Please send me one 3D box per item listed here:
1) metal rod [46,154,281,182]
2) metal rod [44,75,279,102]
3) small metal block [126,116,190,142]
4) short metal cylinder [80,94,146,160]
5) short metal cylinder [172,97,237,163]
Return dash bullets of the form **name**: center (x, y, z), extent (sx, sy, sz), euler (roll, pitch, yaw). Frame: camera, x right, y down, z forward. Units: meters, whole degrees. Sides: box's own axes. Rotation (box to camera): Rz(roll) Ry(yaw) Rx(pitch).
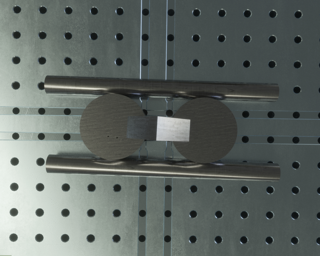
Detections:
- **metal rod**: center (0.005, 0.053, 0.410), extent (0.302, 0.025, 0.025), euler (2, 90, 0)
- **metal rod**: center (0.003, -0.052, 0.410), extent (0.302, 0.025, 0.025), euler (2, 90, 0)
- **small metal block**: center (-0.002, 0.001, 0.351), extent (0.050, 0.050, 0.025), euler (4, 89, -43)
- **short metal cylinder**: center (-0.056, -0.002, 0.397), extent (0.081, 0.050, 0.079), euler (0, 90, 0)
- **short metal cylinder**: center (0.053, 0.003, 0.398), extent (0.081, 0.050, 0.079), euler (0, 90, 0)
